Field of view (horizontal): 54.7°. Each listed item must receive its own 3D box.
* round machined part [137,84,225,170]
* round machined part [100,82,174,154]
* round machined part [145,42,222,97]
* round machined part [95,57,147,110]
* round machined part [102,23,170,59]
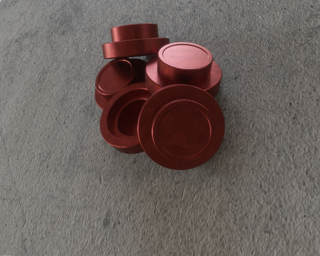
[{"bbox_3d":[0.024,0.001,0.345,0.098,0.098,0.042,-37,10,3],"label":"round machined part"},{"bbox_3d":[-0.027,-0.009,0.413,0.098,0.042,0.098,-13,56,20],"label":"round machined part"},{"bbox_3d":[0.031,-0.075,0.395,0.099,0.042,0.098,2,43,-2],"label":"round machined part"},{"bbox_3d":[-0.057,-0.067,0.465,0.098,0.042,0.098,-13,56,20],"label":"round machined part"},{"bbox_3d":[-0.035,-0.126,0.451,0.098,0.099,0.042,1,104,28],"label":"round machined part"}]
